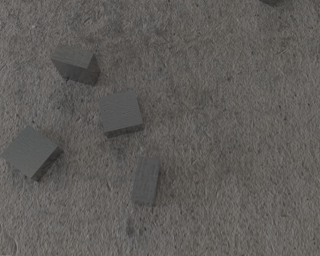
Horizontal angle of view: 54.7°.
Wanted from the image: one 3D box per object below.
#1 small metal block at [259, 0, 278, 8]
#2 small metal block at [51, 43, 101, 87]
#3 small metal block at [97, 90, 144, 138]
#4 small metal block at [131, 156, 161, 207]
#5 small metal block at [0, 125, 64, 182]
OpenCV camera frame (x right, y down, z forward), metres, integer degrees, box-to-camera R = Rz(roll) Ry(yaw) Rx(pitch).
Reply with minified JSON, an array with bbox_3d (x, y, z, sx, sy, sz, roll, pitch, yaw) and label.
[{"bbox_3d":[0.184,-0.226,0.479,0.025,0.050,0.050,32,73,11],"label":"small metal block"},{"bbox_3d":[-0.114,-0.085,0.425,0.050,0.050,0.025,16,71,6],"label":"small metal block"},{"bbox_3d":[-0.052,-0.019,0.414,0.050,0.025,0.050,-13,71,-5],"label":"small metal block"},{"bbox_3d":[-0.016,0.065,0.371,0.025,0.050,0.050,9,70,3],"label":"small metal block"},{"bbox_3d":[-0.162,0.032,0.395,0.050,0.025,0.050,33,73,11],"label":"small metal block"}]
